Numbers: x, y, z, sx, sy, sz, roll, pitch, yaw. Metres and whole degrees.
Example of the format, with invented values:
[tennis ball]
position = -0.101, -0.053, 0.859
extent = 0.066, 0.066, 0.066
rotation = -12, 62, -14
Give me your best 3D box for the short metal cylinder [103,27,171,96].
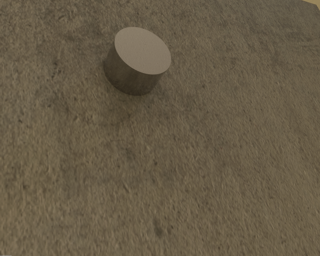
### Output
[short metal cylinder]
position = -0.032, -0.091, 0.428
extent = 0.081, 0.050, 0.080
rotation = 14, 56, -21
